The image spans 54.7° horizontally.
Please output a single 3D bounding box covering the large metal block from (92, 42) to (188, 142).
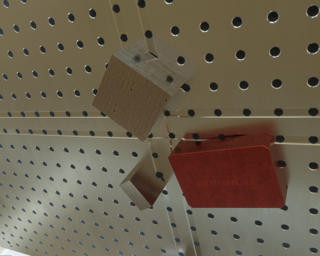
[{"bbox_3d":[-0.026,-0.044,0.382,0.080,0.050,0.079,36,129,4],"label":"large metal block"}]

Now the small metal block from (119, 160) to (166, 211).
[{"bbox_3d":[-0.025,0.085,0.461,0.025,0.050,0.050,-32,101,38],"label":"small metal block"}]

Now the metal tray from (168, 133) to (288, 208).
[{"bbox_3d":[0.086,0.059,0.399,0.130,0.030,0.090,-9,114,32],"label":"metal tray"}]
